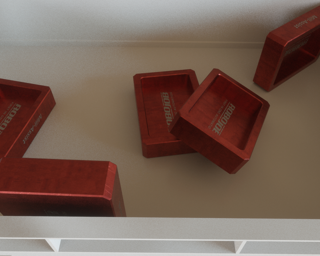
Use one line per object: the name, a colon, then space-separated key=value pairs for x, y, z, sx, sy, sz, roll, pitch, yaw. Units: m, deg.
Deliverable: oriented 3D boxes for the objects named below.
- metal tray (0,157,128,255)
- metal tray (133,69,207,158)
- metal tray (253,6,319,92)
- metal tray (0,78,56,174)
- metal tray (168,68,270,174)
metal tray: x=-0.079 y=0.075 z=0.273 sx=0.091 sy=0.129 sz=0.030 roll=2 pitch=50 yaw=1
metal tray: x=0.015 y=-0.025 z=0.422 sx=0.091 sy=0.030 sz=0.130 roll=-6 pitch=50 yaw=-6
metal tray: x=0.203 y=-0.120 z=0.466 sx=0.131 sy=0.089 sz=0.030 roll=-31 pitch=57 yaw=-24
metal tray: x=-0.208 y=-0.007 z=0.404 sx=0.090 sy=0.030 sz=0.130 roll=10 pitch=51 yaw=8
metal tray: x=0.078 y=-0.015 z=0.380 sx=0.090 sy=0.030 sz=0.131 roll=35 pitch=43 yaw=5
